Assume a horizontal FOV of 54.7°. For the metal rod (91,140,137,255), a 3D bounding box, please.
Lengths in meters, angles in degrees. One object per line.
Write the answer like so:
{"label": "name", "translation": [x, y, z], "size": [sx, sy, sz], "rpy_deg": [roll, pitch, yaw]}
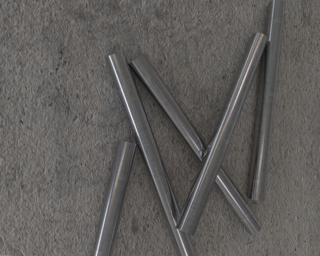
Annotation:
{"label": "metal rod", "translation": [-0.073, 0.163, 0.382], "size": [0.025, 0.025, 0.299], "rpy_deg": [14, 85, -20]}

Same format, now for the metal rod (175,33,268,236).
{"label": "metal rod", "translation": [0.090, -0.004, 0.420], "size": [0.025, 0.025, 0.300], "rpy_deg": [30, 72, -18]}

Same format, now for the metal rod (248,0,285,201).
{"label": "metal rod", "translation": [0.161, -0.042, 0.467], "size": [0.025, 0.025, 0.298], "rpy_deg": [8, 87, -20]}

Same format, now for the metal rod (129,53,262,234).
{"label": "metal rod", "translation": [0.055, 0.030, 0.428], "size": [0.025, 0.025, 0.299], "rpy_deg": [-39, 103, -16]}

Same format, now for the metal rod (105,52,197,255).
{"label": "metal rod", "translation": [-0.007, 0.049, 0.406], "size": [0.025, 0.025, 0.298], "rpy_deg": [-22, 97, -19]}
